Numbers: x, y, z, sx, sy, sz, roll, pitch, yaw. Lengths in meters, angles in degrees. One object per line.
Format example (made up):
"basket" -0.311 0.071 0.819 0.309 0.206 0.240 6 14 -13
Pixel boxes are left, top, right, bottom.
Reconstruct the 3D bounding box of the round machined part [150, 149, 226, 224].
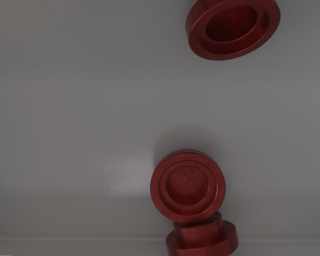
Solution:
"round machined part" 0.037 0.076 0.424 0.099 0.042 0.097 0 98 3

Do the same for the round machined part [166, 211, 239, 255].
"round machined part" 0.056 0.145 0.429 0.098 0.098 0.042 -12 92 4

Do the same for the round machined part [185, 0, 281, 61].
"round machined part" 0.076 -0.121 0.340 0.098 0.098 0.042 -11 66 4
